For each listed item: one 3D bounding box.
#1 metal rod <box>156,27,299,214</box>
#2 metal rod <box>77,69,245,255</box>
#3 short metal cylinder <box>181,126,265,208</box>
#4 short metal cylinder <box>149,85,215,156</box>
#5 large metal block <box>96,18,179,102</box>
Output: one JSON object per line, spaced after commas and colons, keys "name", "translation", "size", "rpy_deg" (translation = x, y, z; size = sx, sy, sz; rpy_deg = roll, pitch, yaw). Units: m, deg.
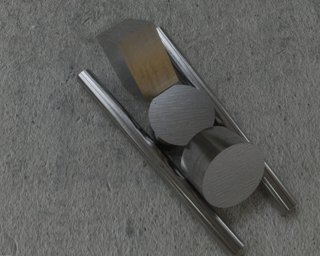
{"name": "metal rod", "translation": [0.076, -0.022, 0.417], "size": [0.025, 0.025, 0.299], "rpy_deg": [-31, 73, -11]}
{"name": "metal rod", "translation": [-0.009, 0.034, 0.396], "size": [0.025, 0.025, 0.300], "rpy_deg": [-39, 75, -13]}
{"name": "short metal cylinder", "translation": [0.072, 0.044, 0.358], "size": [0.080, 0.080, 0.050], "rpy_deg": [-30, 31, -10]}
{"name": "short metal cylinder", "translation": [0.026, -0.008, 0.399], "size": [0.081, 0.050, 0.080], "rpy_deg": [0, 70, 0]}
{"name": "large metal block", "translation": [-0.030, -0.090, 0.396], "size": [0.050, 0.080, 0.080], "rpy_deg": [-35, 32, -12]}
